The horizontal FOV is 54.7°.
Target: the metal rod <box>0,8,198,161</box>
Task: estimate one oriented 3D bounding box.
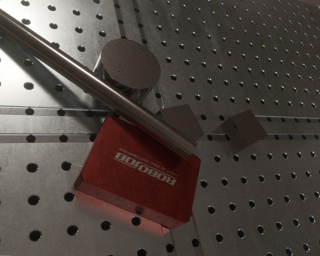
[{"bbox_3d":[-0.086,-0.057,0.372,0.301,0.025,0.025,34,51,4],"label":"metal rod"}]

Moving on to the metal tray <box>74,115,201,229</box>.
[{"bbox_3d":[-0.021,0.051,0.364,0.131,0.030,0.090,26,52,-12],"label":"metal tray"}]

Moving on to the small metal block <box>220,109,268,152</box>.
[{"bbox_3d":[0.131,0.003,0.479,0.050,0.025,0.050,-20,73,-36],"label":"small metal block"}]

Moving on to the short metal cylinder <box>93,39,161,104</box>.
[{"bbox_3d":[-0.046,-0.071,0.412,0.081,0.050,0.080,14,56,-21],"label":"short metal cylinder"}]

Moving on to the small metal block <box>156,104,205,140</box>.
[{"bbox_3d":[0.025,-0.002,0.425,0.050,0.025,0.050,-14,69,-34],"label":"small metal block"}]
